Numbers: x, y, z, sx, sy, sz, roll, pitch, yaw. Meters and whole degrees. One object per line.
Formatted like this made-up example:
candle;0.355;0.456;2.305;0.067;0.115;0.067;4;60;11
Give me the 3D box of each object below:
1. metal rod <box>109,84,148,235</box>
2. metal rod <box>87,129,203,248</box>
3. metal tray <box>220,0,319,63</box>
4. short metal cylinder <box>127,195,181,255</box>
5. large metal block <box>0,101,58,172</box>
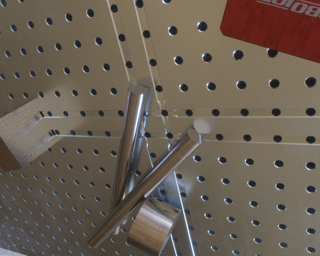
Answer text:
metal rod;-0.056;0.068;0.480;0.025;0.025;0.298;24;127;13
metal rod;-0.037;0.106;0.473;0.025;0.025;0.298;41;122;0
metal tray;0.128;-0.111;0.271;0.130;0.030;0.089;21;126;15
short metal cylinder;-0.008;0.149;0.471;0.050;0.080;0.079;24;127;13
large metal block;-0.229;0.013;0.502;0.050;0.080;0.080;-14;111;34
